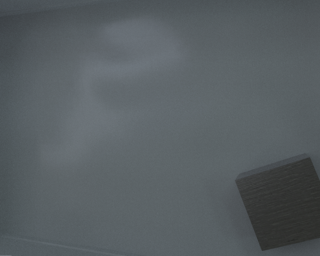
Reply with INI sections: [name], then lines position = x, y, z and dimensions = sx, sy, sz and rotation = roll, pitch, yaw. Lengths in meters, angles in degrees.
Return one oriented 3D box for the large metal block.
[large metal block]
position = 0.140, 0.081, 0.348
dimensions = 0.080, 0.050, 0.080
rotation = -22, 83, 18
